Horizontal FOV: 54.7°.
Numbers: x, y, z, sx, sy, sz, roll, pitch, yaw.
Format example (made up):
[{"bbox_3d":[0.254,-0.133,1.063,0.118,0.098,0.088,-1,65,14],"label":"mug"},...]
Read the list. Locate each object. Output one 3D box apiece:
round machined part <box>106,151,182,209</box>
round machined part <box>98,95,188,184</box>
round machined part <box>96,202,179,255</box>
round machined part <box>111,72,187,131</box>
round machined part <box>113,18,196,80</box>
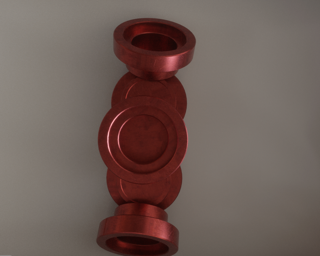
[{"bbox_3d":[-0.020,0.065,0.401,0.099,0.042,0.097,0,90,-1],"label":"round machined part"},{"bbox_3d":[-0.018,0.013,0.358,0.099,0.042,0.097,0,90,-1],"label":"round machined part"},{"bbox_3d":[-0.026,0.126,0.383,0.099,0.097,0.042,6,53,-1],"label":"round machined part"},{"bbox_3d":[-0.014,-0.033,0.401,0.099,0.042,0.097,0,90,-1],"label":"round machined part"},{"bbox_3d":[-0.008,-0.095,0.383,0.099,0.098,0.042,7,132,-1],"label":"round machined part"}]
